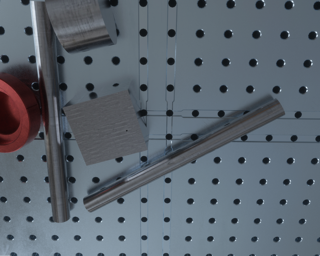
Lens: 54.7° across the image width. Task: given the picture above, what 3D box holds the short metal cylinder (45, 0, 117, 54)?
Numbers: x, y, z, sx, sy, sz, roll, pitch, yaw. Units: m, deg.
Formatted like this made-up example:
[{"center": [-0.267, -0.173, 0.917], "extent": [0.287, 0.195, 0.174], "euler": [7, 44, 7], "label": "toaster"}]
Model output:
[{"center": [-0.083, -0.125, 0.337], "extent": [0.050, 0.080, 0.080], "euler": [-12, 110, 4], "label": "short metal cylinder"}]

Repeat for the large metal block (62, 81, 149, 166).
[{"center": [-0.065, -0.007, 0.397], "extent": [0.080, 0.050, 0.080], "euler": [-15, 110, 5], "label": "large metal block"}]

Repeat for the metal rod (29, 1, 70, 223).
[{"center": [-0.142, -0.006, 0.409], "extent": [0.025, 0.025, 0.298], "euler": [2, 110, -1], "label": "metal rod"}]

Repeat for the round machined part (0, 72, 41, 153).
[{"center": [-0.191, -0.022, 0.386], "extent": [0.098, 0.042, 0.097], "euler": [5, 110, 15], "label": "round machined part"}]

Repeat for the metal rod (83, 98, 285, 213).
[{"center": [0.026, 0.042, 0.428], "extent": [0.300, 0.025, 0.025], "euler": [-28, 108, 9], "label": "metal rod"}]
